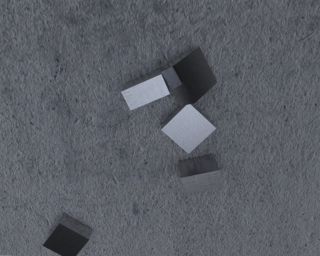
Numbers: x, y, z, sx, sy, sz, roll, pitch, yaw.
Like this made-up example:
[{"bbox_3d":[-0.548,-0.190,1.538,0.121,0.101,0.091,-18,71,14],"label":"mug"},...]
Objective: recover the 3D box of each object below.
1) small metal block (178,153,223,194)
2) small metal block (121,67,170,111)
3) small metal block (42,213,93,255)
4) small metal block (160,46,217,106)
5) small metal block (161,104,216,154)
[{"bbox_3d":[0.054,0.061,0.419,0.050,0.050,0.025,-12,110,4],"label":"small metal block"},{"bbox_3d":[-0.016,-0.049,0.378,0.050,0.050,0.025,-22,109,8],"label":"small metal block"},{"bbox_3d":[-0.139,0.165,0.469,0.050,0.025,0.050,34,106,-12],"label":"small metal block"},{"bbox_3d":[0.036,-0.062,0.372,0.050,0.025,0.050,-43,111,-33],"label":"small metal block"},{"bbox_3d":[0.037,-0.003,0.409,0.050,0.025,0.050,42,105,-14],"label":"small metal block"}]
